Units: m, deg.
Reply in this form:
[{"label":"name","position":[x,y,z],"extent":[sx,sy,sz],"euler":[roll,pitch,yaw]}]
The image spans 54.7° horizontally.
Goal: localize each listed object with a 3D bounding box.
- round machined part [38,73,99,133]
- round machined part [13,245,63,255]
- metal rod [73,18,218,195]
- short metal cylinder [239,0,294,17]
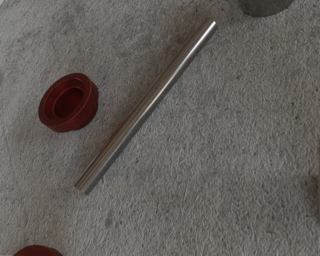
[{"label":"round machined part","position":[-0.137,-0.035,0.486],"extent":[0.098,0.042,0.098],"euler":[-13,56,21]},{"label":"round machined part","position":[-0.159,0.187,0.361],"extent":[0.098,0.042,0.098],"euler":[-13,56,21]},{"label":"metal rod","position":[-0.015,-0.036,0.433],"extent":[0.025,0.025,0.300],"euler":[30,78,37]},{"label":"short metal cylinder","position":[0.148,-0.204,0.436],"extent":[0.080,0.050,0.080],"euler":[-13,56,21]}]
